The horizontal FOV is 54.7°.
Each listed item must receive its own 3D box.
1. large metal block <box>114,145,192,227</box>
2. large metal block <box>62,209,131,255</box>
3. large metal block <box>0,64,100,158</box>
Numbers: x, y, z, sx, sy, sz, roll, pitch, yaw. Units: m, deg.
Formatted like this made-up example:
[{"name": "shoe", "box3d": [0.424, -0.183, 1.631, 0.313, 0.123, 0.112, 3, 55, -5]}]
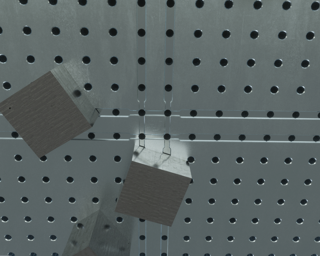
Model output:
[{"name": "large metal block", "box3d": [-0.010, 0.080, 0.429, 0.080, 0.050, 0.079, 17, 109, -7]}, {"name": "large metal block", "box3d": [-0.090, 0.181, 0.450, 0.050, 0.080, 0.080, -33, 107, 11]}, {"name": "large metal block", "box3d": [-0.137, -0.022, 0.390, 0.080, 0.050, 0.080, -30, 108, 10]}]
